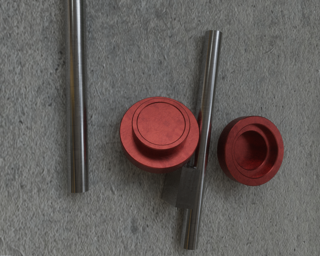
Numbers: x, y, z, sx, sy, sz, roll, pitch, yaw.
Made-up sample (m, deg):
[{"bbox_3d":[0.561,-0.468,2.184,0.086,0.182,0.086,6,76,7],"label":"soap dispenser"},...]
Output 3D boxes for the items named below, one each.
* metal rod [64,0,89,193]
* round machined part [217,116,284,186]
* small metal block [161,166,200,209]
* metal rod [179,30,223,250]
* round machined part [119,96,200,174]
[{"bbox_3d":[-0.100,-0.074,0.371,0.025,0.025,0.298,-1,90,-20],"label":"metal rod"},{"bbox_3d":[0.125,0.032,0.446,0.099,0.042,0.097,0,90,-20],"label":"round machined part"},{"bbox_3d":[0.026,0.074,0.406,0.025,0.050,0.050,12,86,-20],"label":"small metal block"},{"bbox_3d":[0.058,0.014,0.430,0.025,0.025,0.298,8,87,-20],"label":"metal rod"},{"bbox_3d":[0.000,0.003,0.378,0.099,0.042,0.098,2,64,-4],"label":"round machined part"}]
